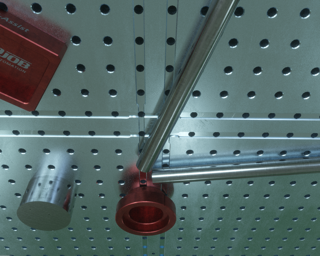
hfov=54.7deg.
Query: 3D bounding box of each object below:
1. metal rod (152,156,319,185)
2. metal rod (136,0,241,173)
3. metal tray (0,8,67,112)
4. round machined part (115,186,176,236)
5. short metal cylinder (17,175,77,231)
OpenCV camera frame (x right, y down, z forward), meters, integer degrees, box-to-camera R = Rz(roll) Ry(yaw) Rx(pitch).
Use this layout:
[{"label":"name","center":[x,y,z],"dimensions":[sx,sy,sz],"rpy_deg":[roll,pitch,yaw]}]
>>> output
[{"label":"metal rod","center":[0.139,0.062,0.466],"dimensions":[0.302,0.025,0.025],"rpy_deg":[-5,130,3]},{"label":"metal rod","center":[0.028,-0.050,0.369],"dimensions":[0.025,0.025,0.298],"rpy_deg":[16,128,-13]},{"label":"metal tray","center":[-0.181,-0.082,0.335],"dimensions":[0.131,0.030,0.090],"rpy_deg":[27,125,-22]},{"label":"round machined part","center":[-0.023,0.135,0.515],"dimensions":[0.099,0.042,0.097],"rpy_deg":[-1,130,0]},{"label":"short metal cylinder","center":[-0.179,0.121,0.495],"dimensions":[0.081,0.050,0.079],"rpy_deg":[0,130,0]}]
